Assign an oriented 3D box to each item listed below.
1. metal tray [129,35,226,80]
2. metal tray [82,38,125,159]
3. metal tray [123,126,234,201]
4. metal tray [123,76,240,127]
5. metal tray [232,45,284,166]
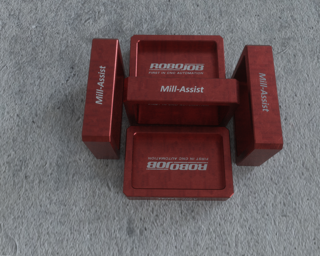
[{"bbox_3d":[0.024,-0.085,0.438,0.131,0.030,0.090,0,73,0],"label":"metal tray"},{"bbox_3d":[-0.066,-0.033,0.387,0.030,0.090,0.130,1,71,0],"label":"metal tray"},{"bbox_3d":[0.022,0.044,0.392,0.131,0.030,0.090,1,69,0],"label":"metal tray"},{"bbox_3d":[0.025,-0.029,0.387,0.131,0.090,0.030,1,72,0],"label":"metal tray"},{"bbox_3d":[0.115,-0.025,0.384,0.030,0.090,0.130,1,70,1],"label":"metal tray"}]
